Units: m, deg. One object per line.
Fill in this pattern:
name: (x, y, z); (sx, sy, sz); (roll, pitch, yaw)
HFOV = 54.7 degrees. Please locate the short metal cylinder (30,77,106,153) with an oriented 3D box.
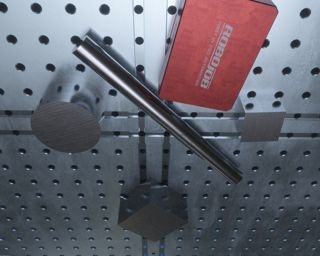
short metal cylinder: (-0.110, -0.015, 0.381); (0.081, 0.050, 0.079); (-1, 130, 0)

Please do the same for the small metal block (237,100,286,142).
small metal block: (0.131, -0.009, 0.407); (0.050, 0.025, 0.050); (-2, 130, 1)

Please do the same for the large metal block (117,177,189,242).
large metal block: (-0.011, 0.137, 0.512); (0.080, 0.050, 0.080); (34, 122, -26)

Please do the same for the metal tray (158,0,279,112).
metal tray: (0.056, -0.084, 0.338); (0.091, 0.030, 0.129); (10, 130, -9)

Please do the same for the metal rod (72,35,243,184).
metal rod: (0.015, -0.007, 0.405); (0.025, 0.025, 0.301); (-35, 122, 26)
